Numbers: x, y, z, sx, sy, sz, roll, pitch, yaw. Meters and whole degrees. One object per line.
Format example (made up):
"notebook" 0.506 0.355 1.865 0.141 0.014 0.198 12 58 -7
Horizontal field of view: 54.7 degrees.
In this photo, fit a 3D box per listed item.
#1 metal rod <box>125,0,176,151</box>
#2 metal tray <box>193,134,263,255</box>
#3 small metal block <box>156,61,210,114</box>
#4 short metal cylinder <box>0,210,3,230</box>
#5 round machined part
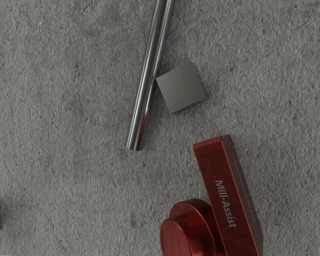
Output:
"metal rod" -0.004 -0.117 0.409 0.025 0.025 0.298 14 95 19
"metal tray" 0.079 0.074 0.345 0.030 0.090 0.129 -19 84 18
"small metal block" 0.030 -0.050 0.398 0.050 0.025 0.050 -24 82 18
"short metal cylinder" -0.292 0.143 0.481 0.080 0.080 0.050 -15 85 19
"round machined part" 0.034 0.135 0.359 0.098 0.042 0.097 19 112 58
